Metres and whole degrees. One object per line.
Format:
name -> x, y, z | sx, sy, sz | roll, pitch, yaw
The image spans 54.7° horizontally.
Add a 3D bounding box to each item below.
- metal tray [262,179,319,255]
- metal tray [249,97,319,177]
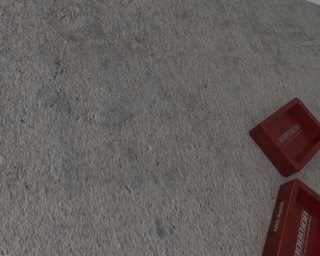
metal tray -> 0.195, 0.145, 0.416 | 0.090, 0.030, 0.130 | 37, 51, -3
metal tray -> 0.216, 0.011, 0.509 | 0.131, 0.030, 0.090 | -29, 78, -37
